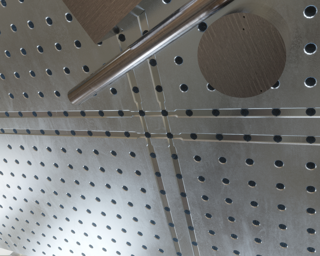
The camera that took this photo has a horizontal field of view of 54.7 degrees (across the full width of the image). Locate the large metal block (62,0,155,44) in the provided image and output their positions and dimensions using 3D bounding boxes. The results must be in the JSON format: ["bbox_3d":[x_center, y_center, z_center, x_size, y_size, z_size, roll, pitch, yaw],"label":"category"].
[{"bbox_3d":[-0.057,-0.151,0.330,0.080,0.050,0.080,-29,103,37],"label":"large metal block"}]

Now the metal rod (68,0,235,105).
[{"bbox_3d":[-0.013,-0.096,0.357,0.299,0.025,0.025,-25,105,36],"label":"metal rod"}]

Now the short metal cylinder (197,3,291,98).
[{"bbox_3d":[0.083,-0.076,0.304,0.080,0.050,0.079,13,124,20],"label":"short metal cylinder"}]
